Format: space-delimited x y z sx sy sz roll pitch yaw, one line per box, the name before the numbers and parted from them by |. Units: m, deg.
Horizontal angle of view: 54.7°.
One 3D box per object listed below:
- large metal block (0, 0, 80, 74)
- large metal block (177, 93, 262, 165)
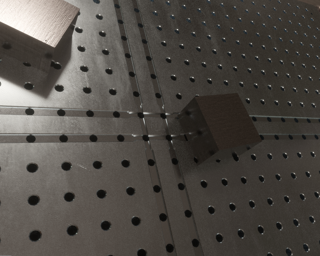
large metal block | -0.158 -0.127 0.386 0.080 0.050 0.080 25 53 -14
large metal block | 0.083 0.000 0.439 0.081 0.050 0.080 -8 66 -32
